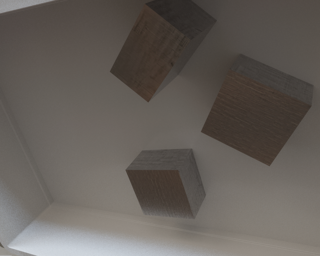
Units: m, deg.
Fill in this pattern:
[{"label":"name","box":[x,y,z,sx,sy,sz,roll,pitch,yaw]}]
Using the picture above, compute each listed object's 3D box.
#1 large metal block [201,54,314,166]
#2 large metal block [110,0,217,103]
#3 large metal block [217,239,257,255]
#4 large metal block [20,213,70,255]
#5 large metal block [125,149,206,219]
[{"label":"large metal block","box":[0.101,-0.020,0.327,0.080,0.050,0.079,27,128,11]},{"label":"large metal block","box":[0.004,-0.085,0.318,0.050,0.080,0.080,39,129,2]},{"label":"large metal block","box":[0.113,0.227,0.457,0.050,0.080,0.080,-2,118,29]},{"label":"large metal block","box":[-0.249,0.245,0.678,0.080,0.050,0.079,17,125,18]},{"label":"large metal block","box":[0.010,0.077,0.435,0.080,0.050,0.080,-4,116,30]}]
